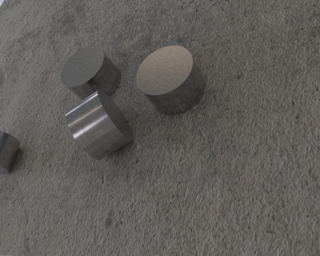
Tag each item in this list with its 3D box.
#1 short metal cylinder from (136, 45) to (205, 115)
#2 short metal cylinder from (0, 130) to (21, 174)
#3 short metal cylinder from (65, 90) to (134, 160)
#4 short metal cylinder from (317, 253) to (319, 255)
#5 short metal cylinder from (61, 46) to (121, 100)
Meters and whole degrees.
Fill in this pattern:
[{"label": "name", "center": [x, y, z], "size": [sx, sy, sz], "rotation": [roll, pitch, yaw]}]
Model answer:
[{"label": "short metal cylinder", "center": [0.015, -0.064, 0.419], "size": [0.080, 0.050, 0.080], "rotation": [-13, 56, 21]}, {"label": "short metal cylinder", "center": [-0.272, 0.035, 0.490], "size": [0.080, 0.080, 0.050], "rotation": [-3, 61, 27]}, {"label": "short metal cylinder", "center": [-0.079, -0.004, 0.413], "size": [0.050, 0.080, 0.080], "rotation": [-33, 52, 7]}, {"label": "short metal cylinder", "center": [0.156, 0.126, 0.229], "size": [0.080, 0.050, 0.080], "rotation": [-13, 56, 21]}, {"label": "short metal cylinder", "center": [-0.110, -0.085, 0.498], "size": [0.080, 0.050, 0.080], "rotation": [-13, 56, 21]}]
